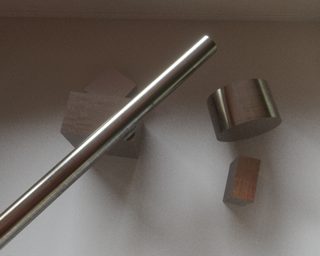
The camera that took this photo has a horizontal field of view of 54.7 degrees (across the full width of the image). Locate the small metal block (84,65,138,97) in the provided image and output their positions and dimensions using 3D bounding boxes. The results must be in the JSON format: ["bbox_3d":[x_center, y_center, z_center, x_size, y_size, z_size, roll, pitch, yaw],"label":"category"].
[{"bbox_3d":[-0.067,-0.051,0.427,0.050,0.025,0.050,37,74,12],"label":"small metal block"}]

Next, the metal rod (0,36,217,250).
[{"bbox_3d":[-0.049,0.003,0.322,0.025,0.025,0.301,43,75,14],"label":"metal rod"}]

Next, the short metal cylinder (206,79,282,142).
[{"bbox_3d":[0.104,-0.020,0.389,0.081,0.080,0.050,-11,71,-4],"label":"short metal cylinder"}]

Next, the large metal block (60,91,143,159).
[{"bbox_3d":[-0.065,0.000,0.380,0.080,0.080,0.050,7,70,2],"label":"large metal block"}]

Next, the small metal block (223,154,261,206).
[{"bbox_3d":[0.098,0.065,0.374,0.025,0.050,0.050,15,71,5],"label":"small metal block"}]
